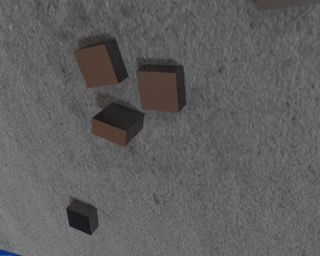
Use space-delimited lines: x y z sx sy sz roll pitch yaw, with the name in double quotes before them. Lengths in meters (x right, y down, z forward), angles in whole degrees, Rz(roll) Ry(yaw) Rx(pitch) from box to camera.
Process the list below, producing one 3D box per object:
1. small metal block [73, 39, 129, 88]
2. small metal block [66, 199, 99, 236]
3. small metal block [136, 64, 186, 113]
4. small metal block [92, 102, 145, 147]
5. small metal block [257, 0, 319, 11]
"small metal block" -0.075 -0.081 0.394 0.050 0.025 0.050 -3 117 29
"small metal block" -0.146 0.169 0.586 0.050 0.025 0.050 15 125 19
"small metal block" 0.002 -0.048 0.375 0.050 0.025 0.050 8 122 24
"small metal block" -0.055 -0.006 0.415 0.050 0.050 0.025 20 126 15
"small metal block" 0.111 -0.132 0.267 0.050 0.025 0.050 2 120 26
